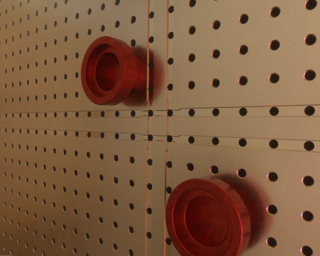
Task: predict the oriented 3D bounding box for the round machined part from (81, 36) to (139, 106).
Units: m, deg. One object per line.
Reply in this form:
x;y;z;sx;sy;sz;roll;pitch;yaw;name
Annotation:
-0.070;-0.081;0.457;0.098;0.042;0.097;0;90;40;round machined part

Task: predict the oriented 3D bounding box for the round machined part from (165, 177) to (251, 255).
0.057;0.104;0.352;0.098;0.042;0.097;0;90;40;round machined part
